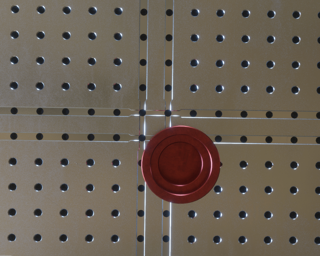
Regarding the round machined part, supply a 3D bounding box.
[{"bbox_3d":[0.026,0.046,0.405,0.099,0.042,0.097,0,90,-1],"label":"round machined part"}]
